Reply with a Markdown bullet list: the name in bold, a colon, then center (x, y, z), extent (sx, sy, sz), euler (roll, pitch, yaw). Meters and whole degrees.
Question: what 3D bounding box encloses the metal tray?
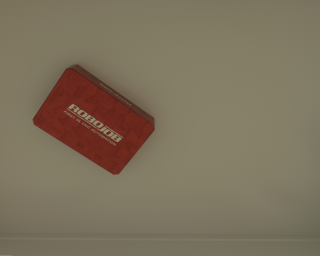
- **metal tray**: center (-0.083, -0.009, 0.404), extent (0.130, 0.030, 0.090), euler (35, 106, -13)
